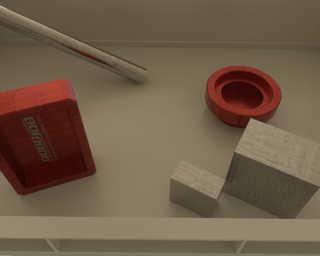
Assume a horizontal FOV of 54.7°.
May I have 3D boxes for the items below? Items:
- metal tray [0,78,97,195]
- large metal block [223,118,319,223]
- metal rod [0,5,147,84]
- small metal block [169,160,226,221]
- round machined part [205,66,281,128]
[{"bbox_3d":[-0.123,0.015,0.323,0.091,0.129,0.030,-16,52,-13],"label":"metal tray"},{"bbox_3d":[0.119,0.046,0.332,0.080,0.080,0.050,23,54,18],"label":"large metal block"},{"bbox_3d":[-0.161,-0.131,0.434,0.302,0.025,0.025,21,49,-15],"label":"metal rod"},{"bbox_3d":[0.039,0.067,0.333,0.050,0.050,0.025,23,54,18],"label":"small metal block"},{"bbox_3d":[0.111,-0.039,0.428,0.099,0.042,0.098,0,50,0],"label":"round machined part"}]
